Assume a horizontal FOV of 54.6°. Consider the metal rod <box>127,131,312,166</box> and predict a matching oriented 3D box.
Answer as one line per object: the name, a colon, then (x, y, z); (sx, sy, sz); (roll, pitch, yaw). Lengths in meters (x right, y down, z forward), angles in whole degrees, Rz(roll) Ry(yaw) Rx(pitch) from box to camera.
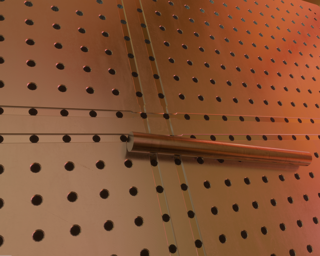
metal rod: (0.100, 0.033, 0.440); (0.302, 0.025, 0.025); (7, 59, -25)
